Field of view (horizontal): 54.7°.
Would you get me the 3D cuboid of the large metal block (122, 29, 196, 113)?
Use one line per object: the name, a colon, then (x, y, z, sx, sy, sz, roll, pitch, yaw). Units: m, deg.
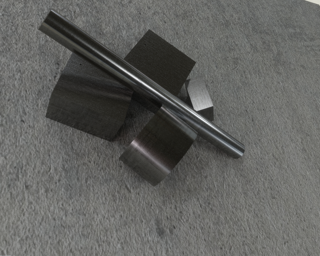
large metal block: (-0.008, -0.076, 0.428, 0.080, 0.050, 0.080, 34, 51, -6)

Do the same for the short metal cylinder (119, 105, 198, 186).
short metal cylinder: (-0.002, 0.020, 0.356, 0.050, 0.080, 0.080, 40, 51, -2)

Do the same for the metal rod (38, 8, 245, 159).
metal rod: (0.000, -0.037, 0.375, 0.301, 0.025, 0.025, 32, 50, -28)

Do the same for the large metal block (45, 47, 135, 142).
large metal block: (-0.079, -0.041, 0.371, 0.080, 0.050, 0.080, 23, 53, -15)

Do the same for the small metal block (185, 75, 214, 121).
small metal block: (0.056, -0.038, 0.440, 0.025, 0.050, 0.050, -17, 67, 4)
